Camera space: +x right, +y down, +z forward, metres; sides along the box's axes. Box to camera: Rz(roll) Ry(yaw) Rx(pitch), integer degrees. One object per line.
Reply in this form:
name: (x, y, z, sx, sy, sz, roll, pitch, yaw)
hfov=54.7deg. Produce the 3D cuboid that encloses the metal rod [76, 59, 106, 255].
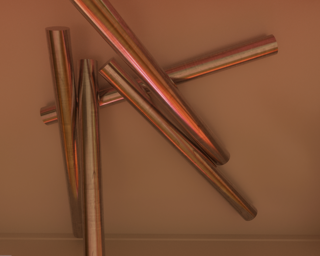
metal rod: (-0.081, 0.069, 0.367, 0.025, 0.025, 0.298, -3, 88, 0)

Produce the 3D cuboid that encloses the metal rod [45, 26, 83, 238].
metal rod: (-0.114, 0.026, 0.398, 0.025, 0.025, 0.298, 2, 118, -1)

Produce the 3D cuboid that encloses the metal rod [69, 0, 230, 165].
metal rod: (0.005, -0.041, 0.334, 0.025, 0.025, 0.300, -35, 131, 12)

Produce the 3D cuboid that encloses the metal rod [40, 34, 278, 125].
metal rod: (-0.006, -0.058, 0.389, 0.301, 0.025, 0.025, -17, 110, 5)

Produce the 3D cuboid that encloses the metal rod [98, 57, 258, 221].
metal rod: (0.036, 0.028, 0.405, 0.025, 0.025, 0.300, -39, 112, 13)
